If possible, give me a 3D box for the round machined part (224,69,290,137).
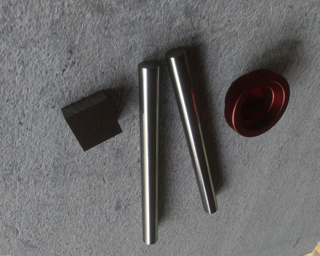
[{"bbox_3d":[0.133,-0.039,0.445,0.099,0.042,0.097,-14,124,-21],"label":"round machined part"}]

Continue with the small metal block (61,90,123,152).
[{"bbox_3d":[-0.078,-0.008,0.359,0.050,0.025,0.050,-28,128,-11],"label":"small metal block"}]

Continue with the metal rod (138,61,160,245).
[{"bbox_3d":[-0.014,0.055,0.432,0.025,0.025,0.298,-13,124,-21],"label":"metal rod"}]

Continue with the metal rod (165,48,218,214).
[{"bbox_3d":[0.053,0.026,0.451,0.025,0.025,0.299,-27,128,-12],"label":"metal rod"}]
